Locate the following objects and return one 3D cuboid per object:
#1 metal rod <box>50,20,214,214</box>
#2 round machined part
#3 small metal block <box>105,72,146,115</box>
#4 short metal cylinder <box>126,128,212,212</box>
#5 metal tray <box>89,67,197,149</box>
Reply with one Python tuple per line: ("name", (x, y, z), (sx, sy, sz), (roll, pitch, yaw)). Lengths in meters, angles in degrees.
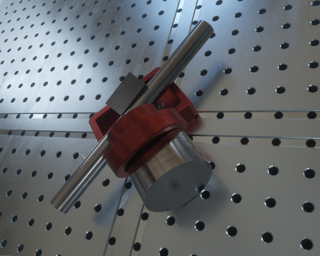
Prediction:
("metal rod", (-0.030, -0.021, 0.396), (0.025, 0.025, 0.300), (32, 79, 37))
("round machined part", (-0.020, 0.010, 0.351), (0.098, 0.098, 0.042), (-39, 73, 1))
("small metal block", (-0.042, -0.044, 0.412), (0.025, 0.050, 0.050), (38, 93, 1))
("short metal cylinder", (0.009, 0.046, 0.337), (0.080, 0.080, 0.050), (-37, 51, 3))
("metal tray", (-0.027, -0.015, 0.426), (0.130, 0.030, 0.090), (-37, 51, 3))
